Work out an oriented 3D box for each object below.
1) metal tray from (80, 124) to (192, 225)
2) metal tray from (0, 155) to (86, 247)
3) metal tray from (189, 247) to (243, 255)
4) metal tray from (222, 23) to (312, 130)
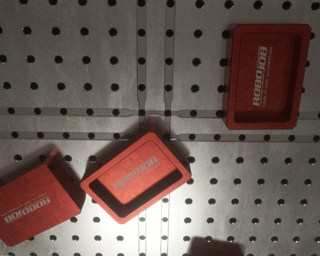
[{"bbox_3d":[-0.033,0.067,0.434,0.130,0.030,0.090,-37,107,12],"label":"metal tray"},{"bbox_3d":[-0.188,0.107,0.448,0.130,0.030,0.090,-27,108,9],"label":"metal tray"},{"bbox_3d":[0.081,0.262,0.509,0.091,0.030,0.129,11,110,-5],"label":"metal tray"},{"bbox_3d":[0.129,-0.063,0.389,0.091,0.030,0.129,0,110,-1],"label":"metal tray"}]
